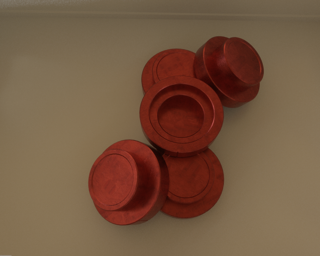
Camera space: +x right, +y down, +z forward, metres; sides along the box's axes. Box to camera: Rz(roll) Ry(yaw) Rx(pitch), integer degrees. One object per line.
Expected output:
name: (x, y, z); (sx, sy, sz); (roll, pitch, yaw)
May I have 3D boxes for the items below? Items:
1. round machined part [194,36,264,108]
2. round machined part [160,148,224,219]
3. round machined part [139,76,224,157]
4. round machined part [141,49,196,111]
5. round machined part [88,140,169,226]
round machined part: (0.097, -0.079, 0.406); (0.099, 0.042, 0.098); (13, 64, -28)
round machined part: (0.029, 0.059, 0.377); (0.099, 0.042, 0.098); (0, 70, -1)
round machined part: (0.025, -0.011, 0.380); (0.099, 0.042, 0.098); (0, 70, -1)
round machined part: (0.024, -0.068, 0.424); (0.099, 0.042, 0.098); (0, 70, -1)
round machined part: (-0.042, 0.061, 0.354); (0.098, 0.042, 0.098); (-9, 72, 28)
